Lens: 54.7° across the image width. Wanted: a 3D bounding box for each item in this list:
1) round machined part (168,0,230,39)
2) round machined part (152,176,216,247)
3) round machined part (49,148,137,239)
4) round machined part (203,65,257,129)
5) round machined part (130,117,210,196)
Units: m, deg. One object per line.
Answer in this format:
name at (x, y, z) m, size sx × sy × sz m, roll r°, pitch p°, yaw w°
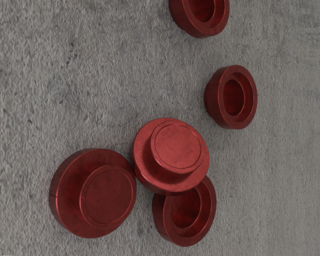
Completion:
round machined part at (0.051, -0.175, 0.435) m, size 0.099 × 0.042 × 0.097 m, roll 0°, pitch 90°, yaw -40°
round machined part at (0.028, 0.104, 0.417) m, size 0.099 × 0.042 × 0.097 m, roll 0°, pitch 90°, yaw -40°
round machined part at (-0.065, 0.072, 0.339) m, size 0.099 × 0.042 × 0.097 m, roll 0°, pitch 90°, yaw -40°
round machined part at (0.106, -0.047, 0.482) m, size 0.099 × 0.042 × 0.097 m, roll 0°, pitch 90°, yaw -40°
round machined part at (0.015, 0.029, 0.376) m, size 0.099 × 0.042 × 0.098 m, roll 8°, pitch 61°, yaw -15°
